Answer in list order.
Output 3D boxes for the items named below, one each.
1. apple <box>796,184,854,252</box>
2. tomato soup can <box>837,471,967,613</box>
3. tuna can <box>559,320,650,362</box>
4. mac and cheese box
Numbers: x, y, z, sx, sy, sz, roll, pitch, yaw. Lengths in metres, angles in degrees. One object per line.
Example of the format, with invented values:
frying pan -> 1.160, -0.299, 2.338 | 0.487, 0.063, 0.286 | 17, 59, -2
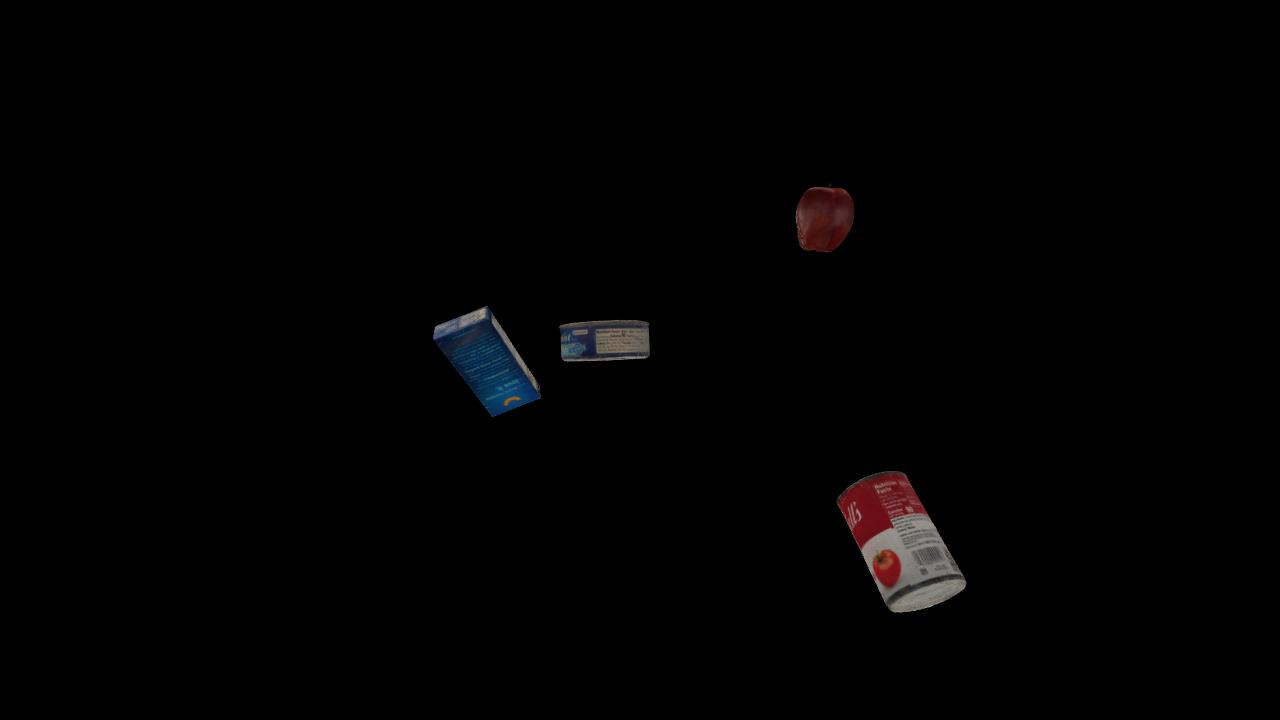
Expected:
apple -> 0.254, -0.197, 0.851 | 0.079, 0.093, 0.079 | 6, 11, -1
tomato soup can -> 0.224, 0.157, 0.532 | 0.068, 0.101, 0.068 | -10, -41, -8
tuna can -> -0.032, -0.017, 0.573 | 0.084, 0.034, 0.084 | -2, -1, 0
mac and cheese box -> -0.241, 0.006, 0.987 | 0.093, 0.184, 0.041 | -22, 40, 3
